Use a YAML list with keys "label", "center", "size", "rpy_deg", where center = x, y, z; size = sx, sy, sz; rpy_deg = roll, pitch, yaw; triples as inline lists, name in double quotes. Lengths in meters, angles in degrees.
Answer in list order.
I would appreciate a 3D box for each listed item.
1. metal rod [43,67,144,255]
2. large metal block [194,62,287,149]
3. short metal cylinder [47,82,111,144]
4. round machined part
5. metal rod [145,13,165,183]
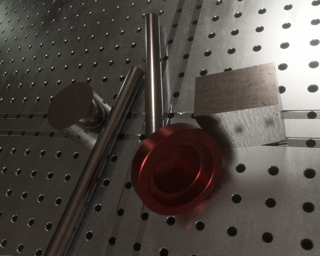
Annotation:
- label: "metal rod"
  center: [-0.085, 0.043, 0.424]
  size: [0.025, 0.025, 0.300]
  rpy_deg: [8, 65, 31]
- label: "large metal block"
  center: [0.089, -0.019, 0.337]
  size: [0.080, 0.080, 0.050]
  rpy_deg: [-8, 58, 24]
- label: "short metal cylinder"
  center: [-0.120, -0.022, 0.467]
  size: [0.080, 0.050, 0.080]
  rpy_deg: [-13, 56, 20]
- label: "round machined part"
  center: [0.015, 0.040, 0.332]
  size: [0.098, 0.098, 0.042]
  rpy_deg: [-47, 33, -5]
- label: "metal rod"
  center: [-0.009, -0.059, 0.447]
  size: [0.025, 0.025, 0.299]
  rpy_deg: [-15, 56, 19]
